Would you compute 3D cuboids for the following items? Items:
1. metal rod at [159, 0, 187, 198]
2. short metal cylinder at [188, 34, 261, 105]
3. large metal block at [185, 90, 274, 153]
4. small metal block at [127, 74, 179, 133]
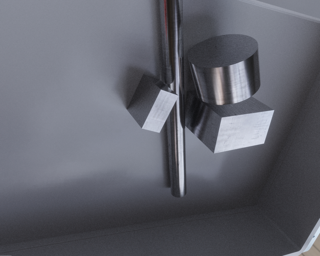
[{"bbox_3d":[0.020,-0.023,0.406,0.025,0.025,0.298,-17,126,-19],"label":"metal rod"},{"bbox_3d":[0.078,-0.072,0.373,0.080,0.080,0.050,-27,128,-12],"label":"short metal cylinder"},{"bbox_3d":[0.088,-0.015,0.414,0.081,0.080,0.050,-8,122,-25],"label":"large metal block"},{"bbox_3d":[-0.010,-0.030,0.370,0.025,0.050,0.050,15,111,-35],"label":"small metal block"}]
